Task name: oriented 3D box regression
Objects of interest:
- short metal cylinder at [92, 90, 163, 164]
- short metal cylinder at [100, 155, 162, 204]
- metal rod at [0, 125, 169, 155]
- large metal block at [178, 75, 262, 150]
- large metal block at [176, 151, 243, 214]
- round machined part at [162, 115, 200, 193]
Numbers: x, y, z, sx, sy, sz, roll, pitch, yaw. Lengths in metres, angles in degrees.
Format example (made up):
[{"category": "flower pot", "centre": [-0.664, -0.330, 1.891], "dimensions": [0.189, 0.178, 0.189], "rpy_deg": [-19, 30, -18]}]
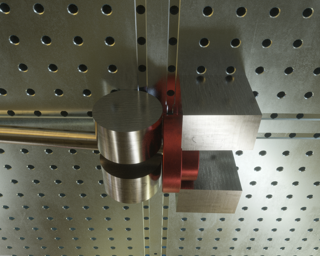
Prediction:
[{"category": "short metal cylinder", "centre": [-0.038, -0.003, 0.373], "dimensions": [0.081, 0.080, 0.050], "rpy_deg": [1, 131, -1]}, {"category": "short metal cylinder", "centre": [-0.038, 0.055, 0.421], "dimensions": [0.081, 0.080, 0.050], "rpy_deg": [1, 131, -1]}, {"category": "metal rod", "centre": [-0.121, 0.014, 0.407], "dimensions": [0.302, 0.025, 0.025], "rpy_deg": [4, 130, 1]}, {"category": "large metal block", "centre": [0.064, -0.020, 0.360], "dimensions": [0.081, 0.080, 0.050], "rpy_deg": [0, 130, 0]}, {"category": "large metal block", "centre": [0.063, 0.071, 0.438], "dimensions": [0.081, 0.080, 0.050], "rpy_deg": [2, 130, -2]}, {"category": "round machined part", "centre": [0.024, 0.032, 0.391], "dimensions": [0.042, 0.098, 0.097], "rpy_deg": [1, 130, -1]}]
